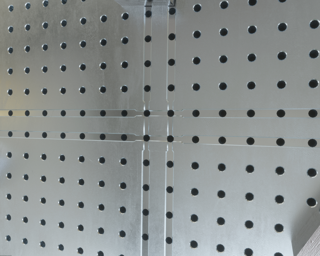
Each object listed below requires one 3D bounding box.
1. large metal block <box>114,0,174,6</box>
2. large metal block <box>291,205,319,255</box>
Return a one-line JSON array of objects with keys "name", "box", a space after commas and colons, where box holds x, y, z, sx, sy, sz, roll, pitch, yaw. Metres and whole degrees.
[{"name": "large metal block", "box": [-0.022, -0.210, 0.408, 0.080, 0.050, 0.080, 8, 93, 20]}, {"name": "large metal block", "box": [0.201, 0.125, 0.328, 0.080, 0.050, 0.080, 34, 101, 16]}]
